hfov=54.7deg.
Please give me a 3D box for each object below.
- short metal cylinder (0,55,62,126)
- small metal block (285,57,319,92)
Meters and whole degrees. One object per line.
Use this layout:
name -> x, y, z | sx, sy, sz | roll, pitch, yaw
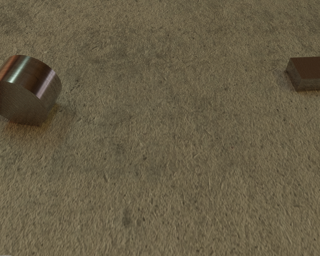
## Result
short metal cylinder -> -0.178, -0.048, 0.407 | 0.080, 0.080, 0.050 | 7, 51, 6
small metal block -> 0.229, -0.083, 0.475 | 0.050, 0.025, 0.050 | -3, 50, -3
